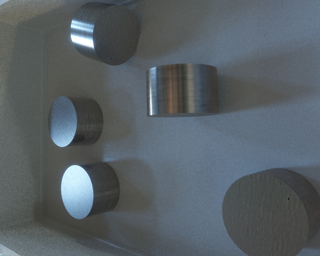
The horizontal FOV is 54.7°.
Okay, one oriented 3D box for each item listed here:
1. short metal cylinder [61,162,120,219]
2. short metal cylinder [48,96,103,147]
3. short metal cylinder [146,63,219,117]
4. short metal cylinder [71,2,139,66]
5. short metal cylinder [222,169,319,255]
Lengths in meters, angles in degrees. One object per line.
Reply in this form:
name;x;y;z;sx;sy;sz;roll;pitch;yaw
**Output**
short metal cylinder;-0.108;0.095;0.480;0.080;0.050;0.080;0;90;40
short metal cylinder;-0.138;-0.010;0.505;0.080;0.050;0.080;0;90;40
short metal cylinder;0.025;-0.039;0.351;0.080;0.081;0.050;-3;88;40
short metal cylinder;-0.076;-0.132;0.434;0.050;0.081;0.079;24;105;37
short metal cylinder;0.109;0.081;0.301;0.080;0.050;0.080;0;90;40
